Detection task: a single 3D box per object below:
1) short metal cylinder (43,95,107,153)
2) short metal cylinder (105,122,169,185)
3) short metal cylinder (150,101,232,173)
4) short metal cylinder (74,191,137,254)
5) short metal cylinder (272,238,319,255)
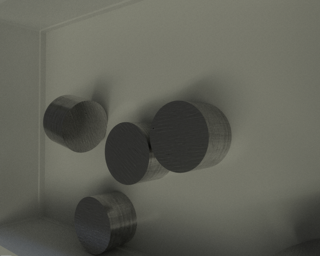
[{"bbox_3d":[-0.128,-0.007,0.474,0.050,0.081,0.079,17,101,38],"label":"short metal cylinder"},{"bbox_3d":[-0.027,0.032,0.411,0.080,0.050,0.079,0,90,39],"label":"short metal cylinder"},{"bbox_3d":[0.035,0.009,0.360,0.080,0.050,0.079,0,90,39],"label":"short metal cylinder"},{"bbox_3d":[-0.080,0.137,0.454,0.080,0.050,0.079,0,90,39],"label":"short metal cylinder"},{"bbox_3d":[0.139,0.127,0.256,0.080,0.081,0.050,-28,73,36],"label":"short metal cylinder"}]
